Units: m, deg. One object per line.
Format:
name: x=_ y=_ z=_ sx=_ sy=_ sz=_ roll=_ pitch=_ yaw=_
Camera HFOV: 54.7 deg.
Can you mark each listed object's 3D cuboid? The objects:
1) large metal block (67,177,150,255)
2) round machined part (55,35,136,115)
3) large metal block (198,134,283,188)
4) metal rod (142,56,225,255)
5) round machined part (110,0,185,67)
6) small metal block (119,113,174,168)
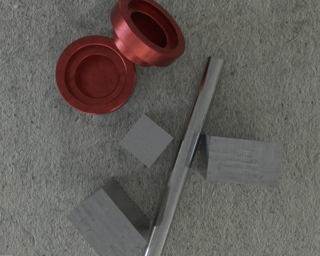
large metal block: x=-0.058 y=0.112 z=0.382 sx=0.050 sy=0.080 sz=0.080 roll=-39 pitch=90 yaw=0
round machined part: x=-0.079 y=-0.066 z=0.401 sx=0.099 sy=0.042 sz=0.097 roll=0 pitch=90 yaw=0
large metal block: x=0.094 y=0.037 z=0.383 sx=0.080 sy=0.080 sz=0.050 roll=6 pitch=90 yaw=0
metal rod: x=0.028 y=0.052 z=0.410 sx=0.025 sy=0.025 sz=0.298 roll=18 pitch=90 yaw=0
round machined part: x=-0.019 y=-0.115 z=0.383 sx=0.042 sy=0.099 sz=0.098 roll=-38 pitch=90 yaw=39
small metal block: x=-0.017 y=0.016 z=0.410 sx=0.050 sy=0.025 sz=0.050 roll=39 pitch=90 yaw=0
